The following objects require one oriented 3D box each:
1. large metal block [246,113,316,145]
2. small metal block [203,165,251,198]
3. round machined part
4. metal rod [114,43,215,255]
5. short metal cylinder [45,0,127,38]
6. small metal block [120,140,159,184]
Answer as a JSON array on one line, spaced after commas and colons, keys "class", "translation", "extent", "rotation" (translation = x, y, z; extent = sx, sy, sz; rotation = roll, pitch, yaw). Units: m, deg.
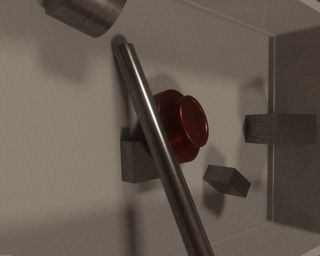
[{"class": "large metal block", "translation": [0.205, 0.002, 0.532], "extent": [0.081, 0.080, 0.050], "rotation": [1, 90, -21]}, {"class": "small metal block", "translation": [0.104, 0.082, 0.480], "extent": [0.050, 0.050, 0.025], "rotation": [41, 65, -33]}, {"class": "round machined part", "translation": [0.029, -0.004, 0.401], "extent": [0.098, 0.042, 0.098], "rotation": [29, 52, -46]}, {"class": "metal rod", "translation": [0.008, 0.040, 0.340], "extent": [0.025, 0.025, 0.299], "rotation": [-10, 73, -40]}, {"class": "short metal cylinder", "translation": [-0.073, -0.139, 0.310], "extent": [0.050, 0.080, 0.080], "rotation": [20, 78, -39]}, {"class": "small metal block", "translation": [-0.021, 0.040, 0.391], "extent": [0.050, 0.025, 0.050], "rotation": [-4, 93, -40]}]
